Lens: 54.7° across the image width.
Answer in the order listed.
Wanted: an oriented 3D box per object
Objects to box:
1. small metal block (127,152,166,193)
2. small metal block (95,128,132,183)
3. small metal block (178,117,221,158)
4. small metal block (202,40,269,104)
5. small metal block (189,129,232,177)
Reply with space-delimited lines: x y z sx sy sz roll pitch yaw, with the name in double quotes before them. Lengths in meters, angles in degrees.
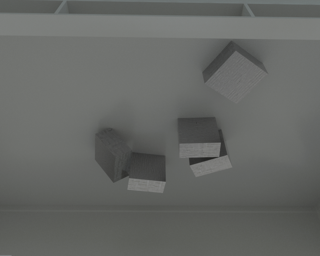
"small metal block" -0.019 0.064 0.447 0.050 0.050 0.025 7 130 -6
"small metal block" -0.064 0.037 0.420 0.025 0.050 0.050 -22 140 -33
"small metal block" 0.049 0.012 0.403 0.050 0.050 0.025 -2 130 1
"small metal block" 0.086 -0.063 0.356 0.050 0.025 0.050 28 125 -22
"small metal block" 0.067 0.034 0.422 0.050 0.050 0.025 -18 128 14
